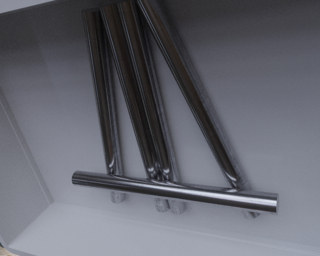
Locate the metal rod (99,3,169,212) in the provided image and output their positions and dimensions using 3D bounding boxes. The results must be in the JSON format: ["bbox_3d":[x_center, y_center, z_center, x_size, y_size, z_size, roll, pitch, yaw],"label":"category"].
[{"bbox_3d":[-0.026,-0.009,0.415,0.025,0.025,0.298,1,119,28],"label":"metal rod"}]

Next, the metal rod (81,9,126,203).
[{"bbox_3d":[-0.075,-0.011,0.440,0.025,0.025,0.298,11,124,22],"label":"metal rod"}]

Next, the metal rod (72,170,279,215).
[{"bbox_3d":[0.002,0.084,0.424,0.300,0.025,0.025,2,119,27],"label":"metal rod"}]

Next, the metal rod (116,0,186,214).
[{"bbox_3d":[-0.004,-0.009,0.404,0.025,0.025,0.298,1,119,28],"label":"metal rod"}]

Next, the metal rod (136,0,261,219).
[{"bbox_3d":[0.054,-0.014,0.370,0.025,0.025,0.299,-17,110,35],"label":"metal rod"}]
